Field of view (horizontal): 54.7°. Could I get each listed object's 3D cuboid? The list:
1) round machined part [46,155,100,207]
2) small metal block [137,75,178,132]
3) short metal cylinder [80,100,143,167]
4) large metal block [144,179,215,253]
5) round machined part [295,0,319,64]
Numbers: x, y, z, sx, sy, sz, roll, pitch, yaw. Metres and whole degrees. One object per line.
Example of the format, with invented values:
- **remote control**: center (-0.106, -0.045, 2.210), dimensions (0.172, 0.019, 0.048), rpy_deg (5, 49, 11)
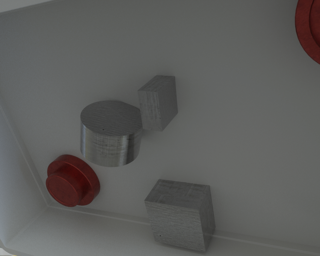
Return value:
- **round machined part**: center (-0.157, 0.098, 0.539), dimensions (0.098, 0.042, 0.097), rpy_deg (13, 124, 20)
- **small metal block**: center (-0.001, -0.031, 0.373), dimensions (0.025, 0.050, 0.050), rpy_deg (8, 122, 24)
- **short metal cylinder**: center (-0.064, 0.006, 0.409), dimensions (0.080, 0.080, 0.050), rpy_deg (22, 126, 14)
- **large metal block**: center (0.031, 0.126, 0.453), dimensions (0.080, 0.050, 0.079), rpy_deg (3, 120, 26)
- **round machined part**: center (0.164, -0.097, 0.251), dimensions (0.098, 0.042, 0.097), rpy_deg (13, 124, 20)
